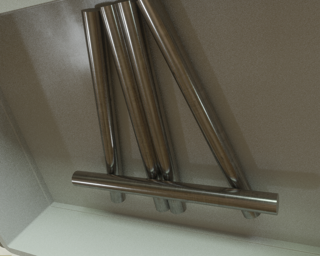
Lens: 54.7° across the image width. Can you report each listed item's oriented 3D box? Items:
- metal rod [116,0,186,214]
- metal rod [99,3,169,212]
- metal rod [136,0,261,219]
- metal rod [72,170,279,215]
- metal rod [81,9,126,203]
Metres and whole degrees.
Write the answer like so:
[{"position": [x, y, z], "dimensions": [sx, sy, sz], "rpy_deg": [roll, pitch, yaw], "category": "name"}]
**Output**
[{"position": [-0.004, -0.009, 0.404], "dimensions": [0.025, 0.025, 0.298], "rpy_deg": [1, 119, 28], "category": "metal rod"}, {"position": [-0.026, -0.009, 0.415], "dimensions": [0.025, 0.025, 0.298], "rpy_deg": [1, 119, 28], "category": "metal rod"}, {"position": [0.054, -0.014, 0.370], "dimensions": [0.025, 0.025, 0.299], "rpy_deg": [-17, 110, 35], "category": "metal rod"}, {"position": [0.002, 0.084, 0.424], "dimensions": [0.300, 0.025, 0.025], "rpy_deg": [2, 119, 27], "category": "metal rod"}, {"position": [-0.075, -0.011, 0.440], "dimensions": [0.025, 0.025, 0.298], "rpy_deg": [11, 124, 22], "category": "metal rod"}]
